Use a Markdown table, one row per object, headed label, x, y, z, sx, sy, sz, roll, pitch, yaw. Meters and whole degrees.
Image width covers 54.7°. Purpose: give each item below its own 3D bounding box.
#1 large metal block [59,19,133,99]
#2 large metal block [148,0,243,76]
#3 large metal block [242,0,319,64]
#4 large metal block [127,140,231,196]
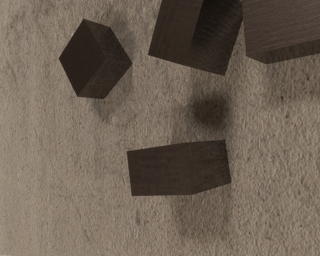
| label | x | y | z | sx | sy | sz | roll | pitch | yaw |
| --- | --- | --- | --- | --- | --- | --- | --- | --- | --- |
| large metal block | -0.099 | -0.101 | 0.468 | 0.080 | 0.050 | 0.080 | -45 | 64 | 30 |
| large metal block | 0.041 | -0.106 | 0.334 | 0.050 | 0.081 | 0.079 | 25 | 106 | 37 |
| large metal block | 0.125 | -0.110 | 0.285 | 0.080 | 0.050 | 0.080 | -6 | 86 | 39 |
| large metal block | 0.022 | 0.044 | 0.349 | 0.080 | 0.081 | 0.050 | -11 | 83 | 39 |
